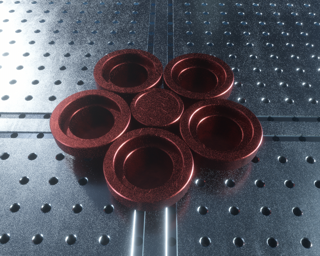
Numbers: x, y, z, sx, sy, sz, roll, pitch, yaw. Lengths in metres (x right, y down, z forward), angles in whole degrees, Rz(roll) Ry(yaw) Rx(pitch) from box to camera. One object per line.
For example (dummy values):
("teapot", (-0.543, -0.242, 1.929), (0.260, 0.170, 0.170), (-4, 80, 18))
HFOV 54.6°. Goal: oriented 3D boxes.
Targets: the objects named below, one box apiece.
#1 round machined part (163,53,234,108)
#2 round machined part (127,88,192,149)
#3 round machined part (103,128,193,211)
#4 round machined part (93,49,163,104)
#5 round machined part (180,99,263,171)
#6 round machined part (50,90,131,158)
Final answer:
("round machined part", (0.054, -0.062, 0.449), (0.099, 0.042, 0.098), (0, 50, 0))
("round machined part", (-0.004, -0.015, 0.409), (0.099, 0.042, 0.098), (0, 50, 0))
("round machined part", (-0.013, 0.050, 0.354), (0.099, 0.042, 0.098), (0, 50, 0))
("round machined part", (-0.045, -0.070, 0.455), (0.099, 0.042, 0.098), (0, 50, 0))
("round machined part", (0.073, 0.012, 0.387), (0.099, 0.042, 0.098), (0, 50, 0))
("round machined part", (-0.085, -0.001, 0.397), (0.099, 0.042, 0.098), (0, 50, 0))
